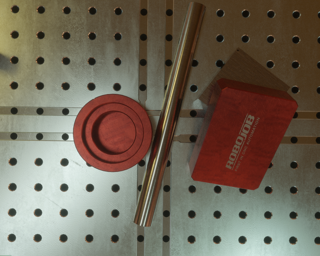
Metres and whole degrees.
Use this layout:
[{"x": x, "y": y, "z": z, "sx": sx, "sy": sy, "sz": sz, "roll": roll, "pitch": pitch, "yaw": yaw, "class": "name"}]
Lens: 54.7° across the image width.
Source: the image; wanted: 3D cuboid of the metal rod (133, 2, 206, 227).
[{"x": 0.013, "y": -0.018, "z": 0.413, "sx": 0.025, "sy": 0.025, "sz": 0.298, "roll": 14, "pitch": 90, "yaw": -1, "class": "metal rod"}]

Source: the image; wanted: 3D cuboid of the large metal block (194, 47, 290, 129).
[{"x": 0.103, "y": -0.043, "z": 0.402, "sx": 0.080, "sy": 0.050, "sz": 0.080, "roll": 38, "pitch": 90, "yaw": -1, "class": "large metal block"}]

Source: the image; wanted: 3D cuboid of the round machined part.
[{"x": -0.059, "y": 0.006, "z": 0.404, "sx": 0.099, "sy": 0.042, "sz": 0.097, "roll": 0, "pitch": 90, "yaw": -1, "class": "round machined part"}]

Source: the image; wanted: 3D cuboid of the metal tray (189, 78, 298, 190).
[{"x": 0.096, "y": 0.012, "z": 0.378, "sx": 0.091, "sy": 0.030, "sz": 0.129, "roll": 11, "pitch": 118, "yaw": -8, "class": "metal tray"}]
